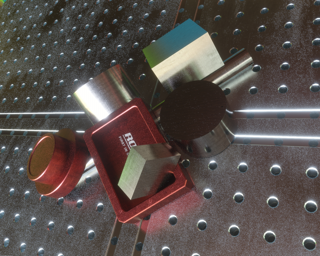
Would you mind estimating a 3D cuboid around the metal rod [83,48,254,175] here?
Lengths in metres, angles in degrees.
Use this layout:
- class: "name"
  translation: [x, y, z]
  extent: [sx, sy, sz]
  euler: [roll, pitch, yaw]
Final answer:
- class: "metal rod"
  translation: [-0.010, -0.013, 0.424]
  extent: [0.300, 0.025, 0.025]
  euler: [-33, 52, 7]

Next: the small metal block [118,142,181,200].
- class: "small metal block"
  translation: [-0.011, 0.045, 0.333]
  extent: [0.025, 0.050, 0.050]
  euler: [40, 120, 37]

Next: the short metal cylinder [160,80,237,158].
- class: "short metal cylinder"
  translation: [0.047, -0.010, 0.373]
  extent: [0.080, 0.050, 0.080]
  euler: [-13, 56, 21]

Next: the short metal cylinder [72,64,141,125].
- class: "short metal cylinder"
  translation: [-0.074, -0.046, 0.433]
  extent: [0.080, 0.050, 0.080]
  euler: [-33, 8, 6]

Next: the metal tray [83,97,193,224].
- class: "metal tray"
  translation: [-0.030, 0.038, 0.379]
  extent: [0.090, 0.030, 0.130]
  euler: [-33, 64, 7]

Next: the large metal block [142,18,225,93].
- class: "large metal block"
  translation: [0.028, -0.097, 0.422]
  extent: [0.080, 0.050, 0.080]
  euler: [-32, 32, 7]

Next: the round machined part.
- class: "round machined part"
  translation: [-0.147, 0.045, 0.431]
  extent: [0.098, 0.042, 0.098]
  euler: [-22, 54, 35]
